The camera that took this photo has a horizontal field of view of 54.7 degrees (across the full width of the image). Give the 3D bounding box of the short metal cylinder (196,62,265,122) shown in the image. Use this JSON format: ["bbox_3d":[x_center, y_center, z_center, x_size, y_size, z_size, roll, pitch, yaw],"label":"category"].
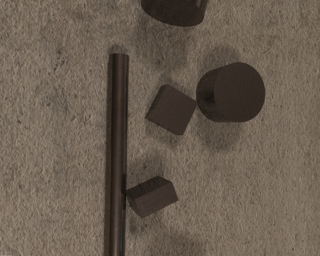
[{"bbox_3d":[0.098,-0.047,0.433,0.081,0.050,0.079,0,90,-21],"label":"short metal cylinder"}]

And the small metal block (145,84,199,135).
[{"bbox_3d":[0.016,-0.024,0.416,0.050,0.025,0.050,29,80,-18],"label":"small metal block"}]

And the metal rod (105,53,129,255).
[{"bbox_3d":[-0.055,0.058,0.389,0.025,0.025,0.298,1,90,-20],"label":"metal rod"}]

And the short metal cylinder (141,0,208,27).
[{"bbox_3d":[0.021,-0.169,0.388,0.081,0.080,0.050,15,85,-20],"label":"short metal cylinder"}]

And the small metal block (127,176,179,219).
[{"bbox_3d":[-0.012,0.086,0.392,0.050,0.050,0.025,-22,98,-19],"label":"small metal block"}]
